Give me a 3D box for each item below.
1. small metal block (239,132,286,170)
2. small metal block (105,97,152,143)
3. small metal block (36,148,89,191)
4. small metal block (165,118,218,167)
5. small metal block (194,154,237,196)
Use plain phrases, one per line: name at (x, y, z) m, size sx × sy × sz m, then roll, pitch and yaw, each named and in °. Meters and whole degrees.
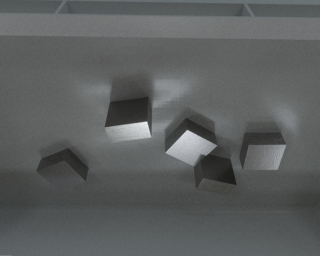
small metal block at (0.144, 0.033, 0.439) m, size 0.050 × 0.025 × 0.050 m, roll -1°, pitch 130°, yaw 0°
small metal block at (-0.037, -0.011, 0.383) m, size 0.050 × 0.050 × 0.025 m, roll -8°, pitch 130°, yaw 6°
small metal block at (-0.144, 0.062, 0.461) m, size 0.050 × 0.025 × 0.050 m, roll -21°, pitch 127°, yaw 17°
small metal block at (0.042, 0.021, 0.427) m, size 0.050 × 0.025 × 0.050 m, roll 27°, pitch 125°, yaw -21°
small metal block at (0.079, 0.066, 0.450) m, size 0.050 × 0.050 × 0.025 m, roll 14°, pitch 129°, yaw -12°
